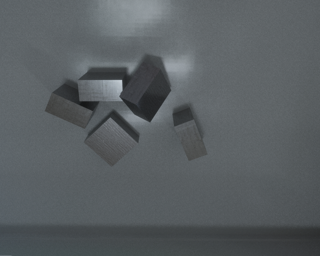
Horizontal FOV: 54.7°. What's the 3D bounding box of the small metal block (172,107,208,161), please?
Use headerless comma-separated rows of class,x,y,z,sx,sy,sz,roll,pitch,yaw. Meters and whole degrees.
small metal block,0.038,0.007,0.401,0.025,0.050,0.050,-21,109,7

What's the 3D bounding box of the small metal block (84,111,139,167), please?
small metal block,-0.064,0.015,0.416,0.050,0.025,0.050,-42,105,13

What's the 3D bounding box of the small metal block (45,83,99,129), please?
small metal block,-0.107,-0.028,0.386,0.050,0.050,0.025,25,108,-9

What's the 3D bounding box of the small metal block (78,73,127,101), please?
small metal block,-0.068,-0.051,0.378,0.050,0.050,0.025,0,110,-1

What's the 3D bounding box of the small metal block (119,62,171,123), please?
small metal block,-0.016,-0.042,0.371,0.025,0.050,0.050,27,78,25
